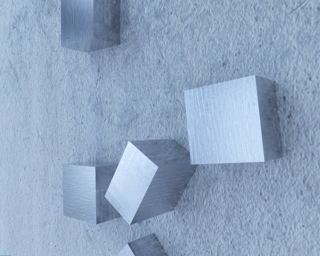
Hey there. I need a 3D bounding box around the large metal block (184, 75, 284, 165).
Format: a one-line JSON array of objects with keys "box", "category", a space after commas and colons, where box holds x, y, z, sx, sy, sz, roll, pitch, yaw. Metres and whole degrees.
[{"box": [0.076, -0.005, 0.326, 0.080, 0.050, 0.080, -8, 85, 39], "category": "large metal block"}]

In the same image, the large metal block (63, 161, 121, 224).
[{"box": [-0.104, 0.095, 0.475, 0.080, 0.050, 0.080, -2, 89, 40], "category": "large metal block"}]

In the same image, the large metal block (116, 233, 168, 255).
[{"box": [-0.024, 0.201, 0.409, 0.080, 0.050, 0.080, 51, 120, 27], "category": "large metal block"}]

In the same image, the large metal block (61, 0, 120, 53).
[{"box": [-0.108, -0.166, 0.478, 0.080, 0.050, 0.080, 0, 90, 40], "category": "large metal block"}]

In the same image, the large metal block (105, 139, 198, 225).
[{"box": [-0.008, 0.061, 0.376, 0.050, 0.081, 0.079, 38, 114, 33], "category": "large metal block"}]
